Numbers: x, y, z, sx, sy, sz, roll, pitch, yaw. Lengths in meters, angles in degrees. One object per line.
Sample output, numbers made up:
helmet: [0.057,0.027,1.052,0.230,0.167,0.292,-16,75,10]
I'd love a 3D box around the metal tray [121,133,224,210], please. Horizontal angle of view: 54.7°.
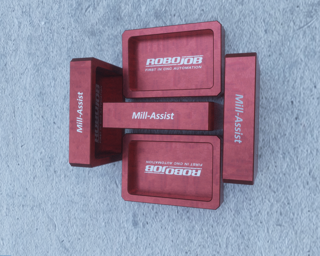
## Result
metal tray: [0.016,0.053,0.403,0.130,0.030,0.089,1,89,19]

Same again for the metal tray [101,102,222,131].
metal tray: [0.007,-0.014,0.374,0.130,0.090,0.030,1,92,20]

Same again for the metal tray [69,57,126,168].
metal tray: [-0.078,-0.019,0.403,0.030,0.090,0.129,1,91,20]

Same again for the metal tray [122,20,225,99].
metal tray: [0.016,-0.084,0.402,0.130,0.030,0.089,0,93,19]

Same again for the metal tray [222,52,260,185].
metal tray: [0.092,-0.009,0.343,0.030,0.090,0.129,1,90,20]
